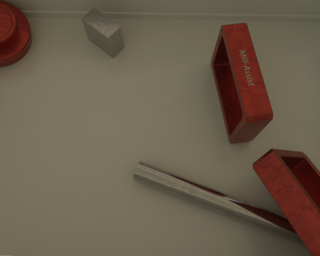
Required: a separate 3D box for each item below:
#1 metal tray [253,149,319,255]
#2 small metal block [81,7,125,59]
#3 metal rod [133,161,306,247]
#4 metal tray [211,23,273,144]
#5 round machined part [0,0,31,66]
[{"bbox_3d":[0.167,0.084,0.334,0.091,0.030,0.130,8,44,-44],"label":"metal tray"},{"bbox_3d":[-0.080,-0.136,0.445,0.050,0.050,0.025,38,74,12],"label":"small metal block"},{"bbox_3d":[0.112,0.104,0.372,0.301,0.025,0.025,20,71,7],"label":"metal rod"},{"bbox_3d":[0.099,-0.054,0.396,0.030,0.090,0.129,-8,70,-3],"label":"metal tray"},{"bbox_3d":[-0.236,-0.139,0.435,0.099,0.042,0.098,4,75,-15],"label":"round machined part"}]
